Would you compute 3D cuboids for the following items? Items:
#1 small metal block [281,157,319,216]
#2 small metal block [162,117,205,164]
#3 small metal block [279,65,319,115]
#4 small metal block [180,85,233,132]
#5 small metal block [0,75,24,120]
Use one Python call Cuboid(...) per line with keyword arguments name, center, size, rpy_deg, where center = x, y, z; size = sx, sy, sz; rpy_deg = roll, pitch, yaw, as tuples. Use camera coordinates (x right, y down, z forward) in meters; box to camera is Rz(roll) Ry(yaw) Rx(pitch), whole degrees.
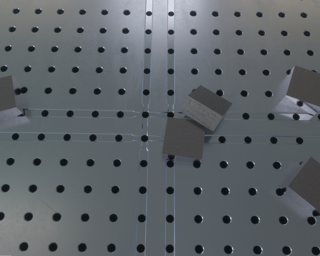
Cuboid(name="small metal block", center=(0.190, 0.073, 0.386), size=(0.050, 0.025, 0.050), rpy_deg=(41, 75, 13))
Cuboid(name="small metal block", center=(0.031, 0.016, 0.406), size=(0.050, 0.025, 0.050), rpy_deg=(8, 70, 3))
Cuboid(name="small metal block", center=(0.202, -0.053, 0.432), size=(0.050, 0.025, 0.050), rpy_deg=(21, 71, 7))
Cuboid(name="small metal block", center=(0.062, -0.027, 0.408), size=(0.050, 0.025, 0.050), rpy_deg=(32, 33, 11))
Cuboid(name="small metal block", center=(-0.220, -0.039, 0.425), size=(0.050, 0.025, 0.050), rpy_deg=(-15, 71, -6))
